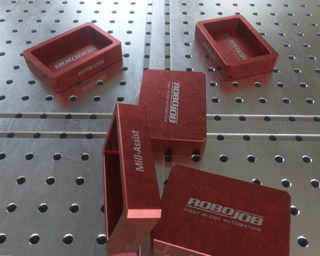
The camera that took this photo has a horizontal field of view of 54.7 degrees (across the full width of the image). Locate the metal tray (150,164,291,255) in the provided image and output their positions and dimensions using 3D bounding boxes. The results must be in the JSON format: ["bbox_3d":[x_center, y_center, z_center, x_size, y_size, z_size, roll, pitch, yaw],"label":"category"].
[{"bbox_3d":[0.064,0.096,0.324,0.131,0.030,0.090,13,51,10],"label":"metal tray"}]

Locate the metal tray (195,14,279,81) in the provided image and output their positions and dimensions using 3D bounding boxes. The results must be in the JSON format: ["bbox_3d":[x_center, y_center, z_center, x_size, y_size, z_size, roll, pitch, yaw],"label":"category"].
[{"bbox_3d":[0.124,-0.140,0.523,0.091,0.030,0.130,-14,52,-12],"label":"metal tray"}]

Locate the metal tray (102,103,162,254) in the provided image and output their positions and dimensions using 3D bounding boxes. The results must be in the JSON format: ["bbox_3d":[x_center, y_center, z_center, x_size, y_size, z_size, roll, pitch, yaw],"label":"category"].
[{"bbox_3d":[-0.035,0.049,0.320,0.030,0.089,0.130,6,48,-19],"label":"metal tray"}]

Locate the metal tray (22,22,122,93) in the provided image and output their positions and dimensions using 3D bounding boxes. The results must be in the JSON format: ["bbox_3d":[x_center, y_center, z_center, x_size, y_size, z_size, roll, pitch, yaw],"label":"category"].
[{"bbox_3d":[-0.138,-0.119,0.502,0.131,0.030,0.090,-36,59,-27],"label":"metal tray"}]

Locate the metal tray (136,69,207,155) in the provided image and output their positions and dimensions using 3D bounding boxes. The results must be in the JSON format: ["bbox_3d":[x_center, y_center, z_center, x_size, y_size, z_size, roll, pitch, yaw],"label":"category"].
[{"bbox_3d":[0.016,-0.027,0.427,0.091,0.030,0.130,4,50,2],"label":"metal tray"}]
